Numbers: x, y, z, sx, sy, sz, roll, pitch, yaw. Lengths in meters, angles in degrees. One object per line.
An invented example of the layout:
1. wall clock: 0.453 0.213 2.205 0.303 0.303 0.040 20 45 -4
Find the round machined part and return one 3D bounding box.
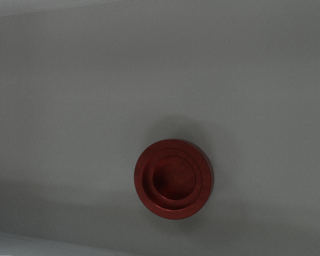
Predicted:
1. round machined part: 0.020 0.062 0.394 0.098 0.042 0.097 0 90 19
